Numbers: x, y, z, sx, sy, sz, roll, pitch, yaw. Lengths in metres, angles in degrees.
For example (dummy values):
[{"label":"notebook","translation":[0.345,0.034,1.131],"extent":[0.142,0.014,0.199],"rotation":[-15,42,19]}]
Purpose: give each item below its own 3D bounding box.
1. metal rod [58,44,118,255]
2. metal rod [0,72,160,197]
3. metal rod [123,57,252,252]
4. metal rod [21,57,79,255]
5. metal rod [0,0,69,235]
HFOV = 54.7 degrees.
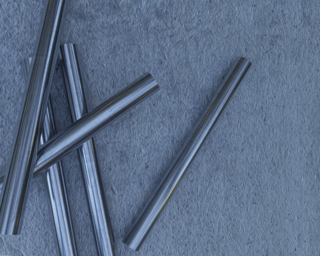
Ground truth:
[{"label":"metal rod","translation":[-0.084,0.050,0.377],"extent":[0.025,0.025,0.298],"rotation":[-11,94,-20]},{"label":"metal rod","translation":[-0.129,0.034,0.335],"extent":[0.301,0.025,0.025],"rotation":[-36,102,-7]},{"label":"metal rod","translation":[0.043,0.027,0.424],"extent":[0.025,0.025,0.300],"rotation":[36,78,-17]},{"label":"metal rod","translation":[-0.122,0.069,0.363],"extent":[0.025,0.025,0.298],"rotation":[-10,94,-20]},{"label":"metal rod","translation":[-0.129,-0.045,0.329],"extent":[0.025,0.025,0.299],"rotation":[12,74,-20]}]
